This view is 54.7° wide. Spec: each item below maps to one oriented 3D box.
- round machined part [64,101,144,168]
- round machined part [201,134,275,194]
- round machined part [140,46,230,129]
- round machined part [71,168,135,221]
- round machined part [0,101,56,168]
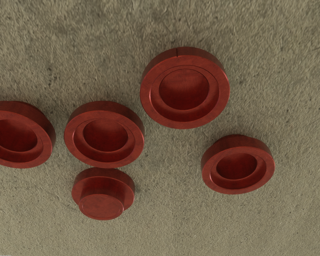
[{"bbox_3d":[-0.069,0.004,0.399,0.099,0.042,0.097,0,130,0],"label":"round machined part"},{"bbox_3d":[0.107,0.047,0.437,0.099,0.042,0.097,0,130,0],"label":"round machined part"},{"bbox_3d":[0.027,-0.049,0.355,0.099,0.042,0.097,0,130,0],"label":"round machined part"},{"bbox_3d":[-0.090,0.109,0.488,0.099,0.042,0.097,0,130,0],"label":"round machined part"},{"bbox_3d":[-0.184,0.004,0.398,0.099,0.042,0.097,0,130,0],"label":"round machined part"}]
